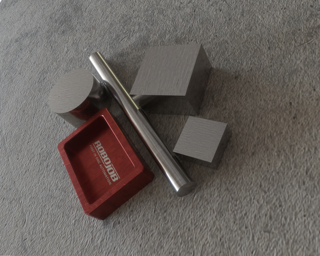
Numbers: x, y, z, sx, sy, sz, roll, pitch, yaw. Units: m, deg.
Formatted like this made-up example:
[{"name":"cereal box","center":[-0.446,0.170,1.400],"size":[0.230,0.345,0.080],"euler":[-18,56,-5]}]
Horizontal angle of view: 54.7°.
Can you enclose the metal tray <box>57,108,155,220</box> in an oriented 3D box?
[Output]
[{"name":"metal tray","center":[-0.077,0.043,0.414],"size":[0.090,0.030,0.130],"euler":[-39,51,1]}]

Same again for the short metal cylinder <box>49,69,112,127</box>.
[{"name":"short metal cylinder","center":[-0.122,-0.045,0.479],"size":[0.080,0.050,0.080],"euler":[-13,56,20]}]

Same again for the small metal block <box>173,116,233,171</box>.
[{"name":"small metal block","center":[0.051,0.017,0.368],"size":[0.050,0.025,0.050],"euler":[14,69,33]}]

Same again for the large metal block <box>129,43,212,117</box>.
[{"name":"large metal block","center":[0.017,-0.064,0.419],"size":[0.080,0.050,0.080],"euler":[5,64,30]}]

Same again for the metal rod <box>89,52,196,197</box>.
[{"name":"metal rod","center":[-0.040,-0.025,0.440],"size":[0.025,0.025,0.300],"euler":[-38,51,2]}]
